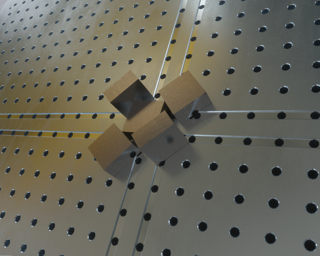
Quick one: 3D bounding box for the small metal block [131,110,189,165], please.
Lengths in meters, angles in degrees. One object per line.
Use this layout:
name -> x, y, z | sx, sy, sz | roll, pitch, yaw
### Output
small metal block -> 0.001, 0.013, 0.384 | 0.050, 0.050, 0.025 | -36, 51, 4

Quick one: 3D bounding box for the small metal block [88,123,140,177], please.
small metal block -> -0.063, 0.029, 0.424 | 0.050, 0.025, 0.050 | -44, 51, -3

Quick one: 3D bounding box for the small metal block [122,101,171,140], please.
small metal block -> -0.017, -0.010, 0.423 | 0.050, 0.025, 0.050 | 3, 62, 31

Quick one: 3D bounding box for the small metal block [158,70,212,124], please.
small metal block -> 0.033, -0.042, 0.417 | 0.050, 0.025, 0.050 | -35, 51, 6

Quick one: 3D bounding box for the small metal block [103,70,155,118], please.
small metal block -> -0.044, -0.047, 0.444 | 0.050, 0.050, 0.025 | -40, 52, 2
